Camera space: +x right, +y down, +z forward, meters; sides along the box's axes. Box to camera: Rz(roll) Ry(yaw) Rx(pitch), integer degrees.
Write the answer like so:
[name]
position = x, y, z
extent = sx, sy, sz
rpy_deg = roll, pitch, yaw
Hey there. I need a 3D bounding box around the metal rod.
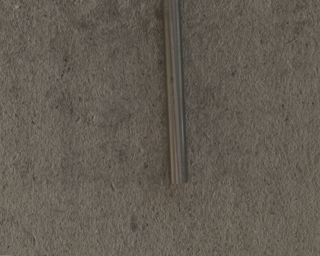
[metal rod]
position = 0.018, -0.078, 0.409
extent = 0.025, 0.025, 0.298
rpy_deg = -2, 90, 0
